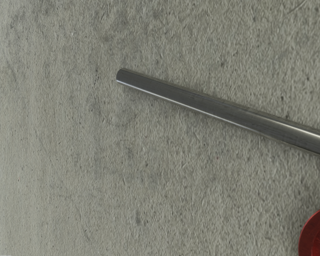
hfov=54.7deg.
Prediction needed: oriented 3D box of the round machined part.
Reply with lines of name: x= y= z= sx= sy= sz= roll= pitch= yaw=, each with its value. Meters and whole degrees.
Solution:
round machined part: x=0.171 y=0.105 z=0.253 sx=0.098 sy=0.042 sz=0.097 roll=0 pitch=90 yaw=39

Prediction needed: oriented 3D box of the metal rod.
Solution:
metal rod: x=0.057 y=-0.026 z=0.356 sx=0.300 sy=0.025 sz=0.025 roll=24 pitch=105 yaw=37
